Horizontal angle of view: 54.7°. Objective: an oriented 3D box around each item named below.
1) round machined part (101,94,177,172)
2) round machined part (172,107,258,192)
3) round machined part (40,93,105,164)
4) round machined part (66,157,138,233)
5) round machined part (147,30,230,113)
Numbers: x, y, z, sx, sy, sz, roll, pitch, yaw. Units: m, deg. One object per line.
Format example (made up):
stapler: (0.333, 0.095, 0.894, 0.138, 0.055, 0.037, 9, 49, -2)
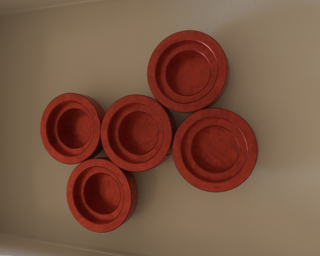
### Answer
round machined part: (-0.024, 0.007, 0.406, 0.098, 0.042, 0.097, 0, 90, 20)
round machined part: (0.068, 0.025, 0.375, 0.098, 0.042, 0.097, 0, 90, 20)
round machined part: (-0.116, 0.001, 0.440, 0.098, 0.042, 0.097, 0, 90, 20)
round machined part: (-0.074, 0.088, 0.424, 0.098, 0.042, 0.097, 0, 90, 20)
round machined part: (0.037, -0.067, 0.386, 0.098, 0.042, 0.097, 0, 90, 20)
